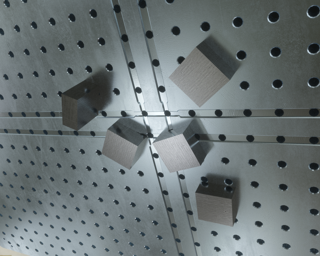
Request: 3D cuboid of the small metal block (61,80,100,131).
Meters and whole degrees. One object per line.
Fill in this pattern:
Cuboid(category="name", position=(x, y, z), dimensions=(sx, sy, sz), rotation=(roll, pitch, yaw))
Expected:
Cuboid(category="small metal block", position=(-0.110, -0.032, 0.434), dimensions=(0.025, 0.050, 0.050), rotation=(22, 127, 15))

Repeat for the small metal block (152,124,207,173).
Cuboid(category="small metal block", position=(0.026, 0.029, 0.416), dimensions=(0.050, 0.025, 0.050), rotation=(-19, 108, 35))

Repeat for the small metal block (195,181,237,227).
Cuboid(category="small metal block", position=(0.080, 0.106, 0.435), dimensions=(0.050, 0.025, 0.050), rotation=(5, 121, 25))

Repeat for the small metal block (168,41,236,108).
Cuboid(category="small metal block", position=(0.047, -0.060, 0.350), dimensions=(0.050, 0.025, 0.050), rotation=(44, 129, -2))

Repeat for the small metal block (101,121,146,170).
Cuboid(category="small metal block", position=(-0.054, 0.026, 0.457), dimensions=(0.050, 0.025, 0.050), rotation=(29, 128, 10))
